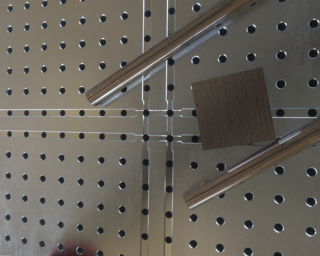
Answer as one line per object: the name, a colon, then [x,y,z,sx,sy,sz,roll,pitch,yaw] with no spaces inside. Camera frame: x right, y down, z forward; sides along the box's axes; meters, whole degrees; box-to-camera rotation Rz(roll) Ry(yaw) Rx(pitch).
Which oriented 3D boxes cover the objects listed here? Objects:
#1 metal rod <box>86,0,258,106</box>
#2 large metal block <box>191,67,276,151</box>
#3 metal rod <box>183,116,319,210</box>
metal rod: [0.025,-0.114,0.403,0.300,0.025,0.025,-30,80,17]
large metal block: [0.088,-0.020,0.368,0.080,0.050,0.080,-11,87,19]
metal rod: [0.157,0.016,0.356,0.300,0.025,0.025,-33,80,17]
